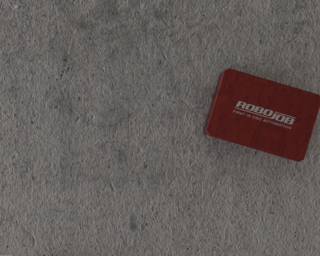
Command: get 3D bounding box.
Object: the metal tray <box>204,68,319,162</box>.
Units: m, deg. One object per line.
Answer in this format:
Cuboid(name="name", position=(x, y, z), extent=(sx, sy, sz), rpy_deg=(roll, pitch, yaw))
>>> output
Cuboid(name="metal tray", position=(0.133, -0.017, 0.408), extent=(0.131, 0.030, 0.090), rpy_deg=(17, 90, 0))
